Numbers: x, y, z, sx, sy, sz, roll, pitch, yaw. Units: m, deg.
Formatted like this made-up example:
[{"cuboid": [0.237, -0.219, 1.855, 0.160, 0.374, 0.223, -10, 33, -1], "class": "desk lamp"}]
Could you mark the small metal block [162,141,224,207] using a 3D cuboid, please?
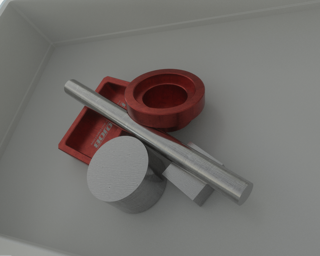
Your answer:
[{"cuboid": [0.040, 0.051, 0.350, 0.050, 0.025, 0.050, -49, 52, -7], "class": "small metal block"}]

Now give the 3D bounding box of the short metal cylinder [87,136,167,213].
[{"cuboid": [-0.039, 0.056, 0.371, 0.080, 0.050, 0.080, -13, 56, 20], "class": "short metal cylinder"}]

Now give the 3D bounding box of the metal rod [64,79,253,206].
[{"cuboid": [-0.025, 0.001, 0.378, 0.300, 0.025, 0.025, 30, 78, 35], "class": "metal rod"}]

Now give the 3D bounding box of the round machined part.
[{"cuboid": [0.007, -0.032, 0.391, 0.099, 0.042, 0.098, -4, 41, 4], "class": "round machined part"}]

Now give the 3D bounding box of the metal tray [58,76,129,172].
[{"cuboid": [-0.075, -0.007, 0.441, 0.090, 0.030, 0.130, 20, 72, 35], "class": "metal tray"}]
